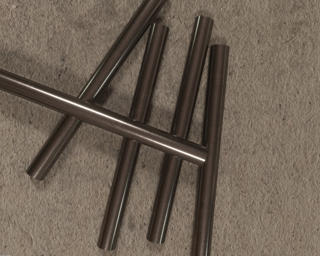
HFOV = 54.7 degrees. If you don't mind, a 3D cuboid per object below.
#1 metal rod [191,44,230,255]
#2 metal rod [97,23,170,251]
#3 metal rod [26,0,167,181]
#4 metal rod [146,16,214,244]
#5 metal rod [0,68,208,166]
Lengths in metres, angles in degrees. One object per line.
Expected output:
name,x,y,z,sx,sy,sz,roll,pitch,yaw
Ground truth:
metal rod,0.066,0.041,0.410,0.025,0.025,0.298,5,90,-1
metal rod,-0.035,0.011,0.409,0.025,0.025,0.298,14,90,-1
metal rod,-0.080,-0.061,0.408,0.025,0.025,0.299,35,90,-1
metal rod,0.027,0.002,0.410,0.025,0.025,0.298,13,90,-1
metal rod,-0.086,-0.018,0.382,0.301,0.025,0.025,21,90,-1
